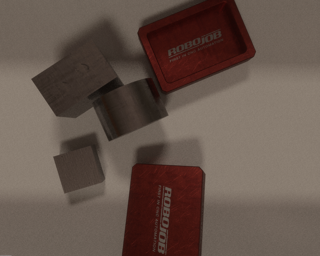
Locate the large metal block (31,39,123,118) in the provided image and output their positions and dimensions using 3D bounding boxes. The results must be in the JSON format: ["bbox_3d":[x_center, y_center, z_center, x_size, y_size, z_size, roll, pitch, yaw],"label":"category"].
[{"bbox_3d":[-0.095,-0.056,0.383,0.080,0.080,0.050,-33,90,0],"label":"large metal block"}]

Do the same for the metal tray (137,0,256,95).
[{"bbox_3d":[0.047,-0.109,0.409,0.131,0.030,0.090,-23,90,-1],"label":"metal tray"}]

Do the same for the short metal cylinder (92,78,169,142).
[{"bbox_3d":[-0.036,-0.022,0.383,0.080,0.080,0.050,-24,90,0],"label":"short metal cylinder"}]

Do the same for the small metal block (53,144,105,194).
[{"bbox_3d":[-0.106,0.053,0.410,0.050,0.025,0.050,-17,90,-1],"label":"small metal block"}]

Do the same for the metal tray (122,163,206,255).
[{"bbox_3d":[0.006,0.112,0.381,0.090,0.030,0.129,1,74,14],"label":"metal tray"}]
